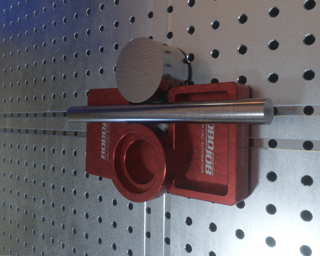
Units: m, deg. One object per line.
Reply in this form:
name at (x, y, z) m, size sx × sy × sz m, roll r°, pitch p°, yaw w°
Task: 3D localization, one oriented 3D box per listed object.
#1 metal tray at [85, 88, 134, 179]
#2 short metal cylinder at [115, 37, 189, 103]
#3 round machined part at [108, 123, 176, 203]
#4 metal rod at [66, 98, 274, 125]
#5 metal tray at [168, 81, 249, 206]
metal tray at (-0.069, 0.007, 0.456) m, size 0.090 × 0.030 × 0.129 m, roll 4°, pitch 92°, yaw 40°
short metal cylinder at (-0.011, -0.071, 0.397) m, size 0.080 × 0.050 × 0.079 m, roll 0°, pitch 90°, yaw 40°
round machined part at (-0.018, 0.043, 0.396) m, size 0.098 × 0.042 × 0.097 m, roll 0°, pitch 90°, yaw 40°
metal rod at (-0.016, -0.018, 0.378) m, size 0.300 × 0.025 × 0.025 m, roll 1°, pitch 91°, yaw 39°
metal tray at (0.053, 0.016, 0.357) m, size 0.090 × 0.030 × 0.129 m, roll 1°, pitch 91°, yaw 40°
